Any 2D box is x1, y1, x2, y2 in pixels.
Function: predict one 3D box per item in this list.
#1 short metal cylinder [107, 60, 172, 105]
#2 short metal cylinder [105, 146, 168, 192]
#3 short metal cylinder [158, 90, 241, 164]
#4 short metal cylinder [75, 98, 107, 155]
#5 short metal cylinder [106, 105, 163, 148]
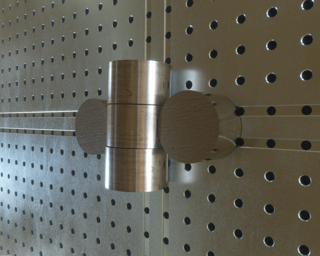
[{"bbox_3d":[-0.026,-0.054,0.392,0.080,0.081,0.050,4,92,39],"label":"short metal cylinder"},{"bbox_3d":[-0.030,0.048,0.395,0.080,0.081,0.050,2,91,39],"label":"short metal cylinder"},{"bbox_3d":[0.044,-0.001,0.354,0.080,0.050,0.079,0,90,39],"label":"short metal cylinder"},{"bbox_3d":[-0.080,-0.002,0.456,0.080,0.050,0.079,0,90,39],"label":"short metal cylinder"},{"bbox_3d":[-0.027,-0.003,0.393,0.080,0.081,0.050,3,92,39],"label":"short metal cylinder"}]
